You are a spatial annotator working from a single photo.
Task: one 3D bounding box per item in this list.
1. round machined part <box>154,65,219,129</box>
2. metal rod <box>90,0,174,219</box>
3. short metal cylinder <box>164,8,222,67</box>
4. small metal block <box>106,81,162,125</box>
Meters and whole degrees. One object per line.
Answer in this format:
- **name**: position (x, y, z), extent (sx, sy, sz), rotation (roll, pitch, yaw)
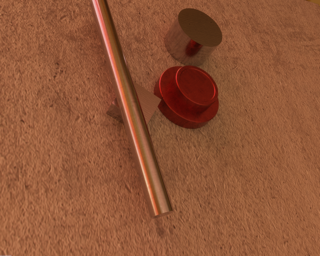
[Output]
- **round machined part**: position (0.044, -0.051, 0.448), extent (0.099, 0.042, 0.098), rotation (14, 56, -21)
- **metal rod**: position (-0.041, -0.042, 0.375), extent (0.025, 0.025, 0.299), rotation (-4, 64, -30)
- **short metal cylinder**: position (0.054, -0.147, 0.507), extent (0.081, 0.050, 0.080), rotation (14, 56, -21)
- **small metal block**: position (-0.033, -0.028, 0.403), extent (0.050, 0.025, 0.050), rotation (33, 51, -7)
